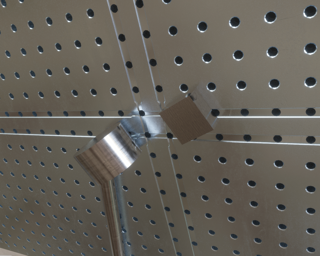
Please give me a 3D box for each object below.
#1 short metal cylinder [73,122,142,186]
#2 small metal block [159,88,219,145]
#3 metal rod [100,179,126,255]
[{"bbox_3d":[-0.073,0.035,0.434,0.080,0.080,0.050,-27,104,37],"label":"short metal cylinder"},{"bbox_3d":[0.036,-0.014,0.383,0.050,0.025,0.050,-29,103,37],"label":"small metal block"},{"bbox_3d":[-0.084,0.168,0.557,0.025,0.025,0.298,11,123,22],"label":"metal rod"}]
